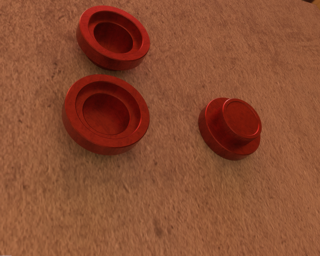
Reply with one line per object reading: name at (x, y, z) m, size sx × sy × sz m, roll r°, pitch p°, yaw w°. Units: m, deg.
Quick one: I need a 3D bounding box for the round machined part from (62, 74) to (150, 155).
round machined part at (-0.065, -0.012, 0.366) m, size 0.099 × 0.042 × 0.098 m, roll 14°, pitch 56°, yaw -21°

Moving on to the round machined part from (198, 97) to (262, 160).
round machined part at (0.110, -0.005, 0.457) m, size 0.099 × 0.042 × 0.098 m, roll 14°, pitch 56°, yaw -21°

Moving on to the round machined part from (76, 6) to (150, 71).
round machined part at (-0.067, -0.119, 0.430) m, size 0.099 × 0.042 × 0.098 m, roll 14°, pitch 56°, yaw -21°
